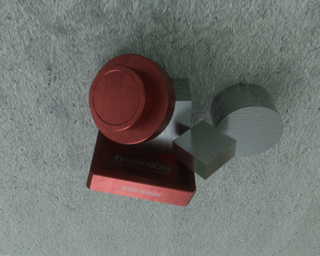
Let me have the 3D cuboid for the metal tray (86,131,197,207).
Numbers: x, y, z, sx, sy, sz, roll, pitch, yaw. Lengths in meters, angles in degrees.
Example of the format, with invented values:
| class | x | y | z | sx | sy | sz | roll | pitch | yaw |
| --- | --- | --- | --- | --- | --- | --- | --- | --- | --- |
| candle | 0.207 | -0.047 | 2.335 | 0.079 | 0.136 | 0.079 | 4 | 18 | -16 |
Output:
| class | x | y | z | sx | sy | sz | roll | pitch | yaw |
| --- | --- | --- | --- | --- | --- | --- | --- | --- | --- |
| metal tray | -0.022 | 0.047 | 0.405 | 0.131 | 0.090 | 0.030 | 13 | 129 | -11 |

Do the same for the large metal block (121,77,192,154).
| class | x | y | z | sx | sy | sz | roll | pitch | yaw |
| --- | --- | --- | --- | --- | --- | --- | --- | --- | --- |
| large metal block | -0.004 | -0.014 | 0.381 | 0.080 | 0.050 | 0.079 | -1 | 130 | 1 |

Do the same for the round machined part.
| class | x | y | z | sx | sy | sz | roll | pitch | yaw |
| --- | --- | --- | --- | --- | --- | --- | --- | --- | --- |
| round machined part | -0.037 | -0.031 | 0.333 | 0.098 | 0.098 | 0.042 | -30 | 169 | 22 |

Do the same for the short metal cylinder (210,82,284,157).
| class | x | y | z | sx | sy | sz | roll | pitch | yaw |
| --- | --- | --- | --- | --- | --- | --- | --- | --- | --- |
| short metal cylinder | 0.105 | -0.010 | 0.386 | 0.081 | 0.050 | 0.079 | 0 | 130 | 0 |

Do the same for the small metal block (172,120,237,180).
| class | x | y | z | sx | sy | sz | roll | pitch | yaw |
| --- | --- | --- | --- | --- | --- | --- | --- | --- | --- |
| small metal block | 0.050 | 0.023 | 0.353 | 0.050 | 0.050 | 0.025 | -33 | 139 | -27 |
